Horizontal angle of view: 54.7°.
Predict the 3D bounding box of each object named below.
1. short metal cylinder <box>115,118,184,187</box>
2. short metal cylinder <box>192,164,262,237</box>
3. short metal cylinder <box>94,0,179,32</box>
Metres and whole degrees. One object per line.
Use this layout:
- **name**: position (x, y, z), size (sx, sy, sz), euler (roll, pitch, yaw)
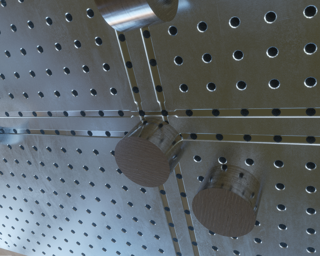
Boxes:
- **short metal cylinder**: position (-0.014, 0.033, 0.422), size (0.080, 0.050, 0.079), euler (13, 124, 20)
- **short metal cylinder**: position (0.089, 0.095, 0.406), size (0.080, 0.050, 0.079), euler (13, 124, 20)
- **short metal cylinder**: position (-0.022, -0.139, 0.300), size (0.050, 0.080, 0.080), euler (-3, 117, 29)
